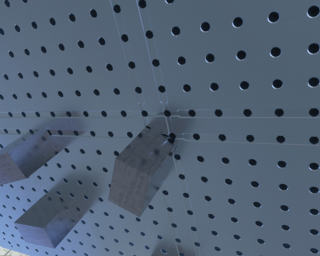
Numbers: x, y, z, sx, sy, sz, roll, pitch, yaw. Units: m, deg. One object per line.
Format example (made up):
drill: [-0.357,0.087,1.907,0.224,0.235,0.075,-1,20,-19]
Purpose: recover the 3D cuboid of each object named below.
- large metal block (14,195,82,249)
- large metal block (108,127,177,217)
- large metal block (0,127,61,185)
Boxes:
large metal block: [-0.215,0.179,0.601,0.080,0.080,0.050,-2,118,29]
large metal block: [-0.024,0.059,0.425,0.050,0.080,0.079,25,127,13]
large metal block: [-0.235,0.048,0.530,0.080,0.080,0.050,-17,110,35]
